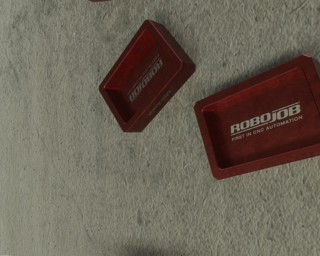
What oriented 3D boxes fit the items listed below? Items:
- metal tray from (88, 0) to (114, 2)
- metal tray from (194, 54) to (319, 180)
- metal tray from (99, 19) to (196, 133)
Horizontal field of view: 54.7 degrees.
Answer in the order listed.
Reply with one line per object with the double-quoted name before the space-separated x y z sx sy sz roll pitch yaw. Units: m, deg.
"metal tray" -0.067 -0.240 0.457 0.130 0.030 0.089 14 99 39
"metal tray" 0.104 -0.005 0.315 0.130 0.030 0.090 -23 76 37
"metal tray" -0.023 -0.067 0.420 0.129 0.030 0.090 -47 62 29
